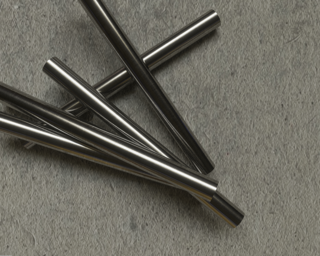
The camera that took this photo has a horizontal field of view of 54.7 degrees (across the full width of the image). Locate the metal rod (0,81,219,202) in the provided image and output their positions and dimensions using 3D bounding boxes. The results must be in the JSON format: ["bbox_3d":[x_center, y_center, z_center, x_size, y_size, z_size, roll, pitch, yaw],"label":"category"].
[{"bbox_3d":[-0.075,0.011,0.370,0.301,0.025,0.025,24,90,11],"label":"metal rod"}]

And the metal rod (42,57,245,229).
[{"bbox_3d":[-0.020,0.017,0.382,0.300,0.025,0.025,40,90,1],"label":"metal rod"}]

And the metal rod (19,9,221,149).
[{"bbox_3d":[-0.052,-0.064,0.409,0.301,0.025,0.025,-33,90,0],"label":"metal rod"}]

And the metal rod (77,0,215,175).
[{"bbox_3d":[-0.022,-0.065,0.386,0.025,0.025,0.299,-35,100,0],"label":"metal rod"}]

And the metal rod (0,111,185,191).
[{"bbox_3d":[-0.073,0.034,0.393,0.302,0.025,0.025,19,90,-7],"label":"metal rod"}]
